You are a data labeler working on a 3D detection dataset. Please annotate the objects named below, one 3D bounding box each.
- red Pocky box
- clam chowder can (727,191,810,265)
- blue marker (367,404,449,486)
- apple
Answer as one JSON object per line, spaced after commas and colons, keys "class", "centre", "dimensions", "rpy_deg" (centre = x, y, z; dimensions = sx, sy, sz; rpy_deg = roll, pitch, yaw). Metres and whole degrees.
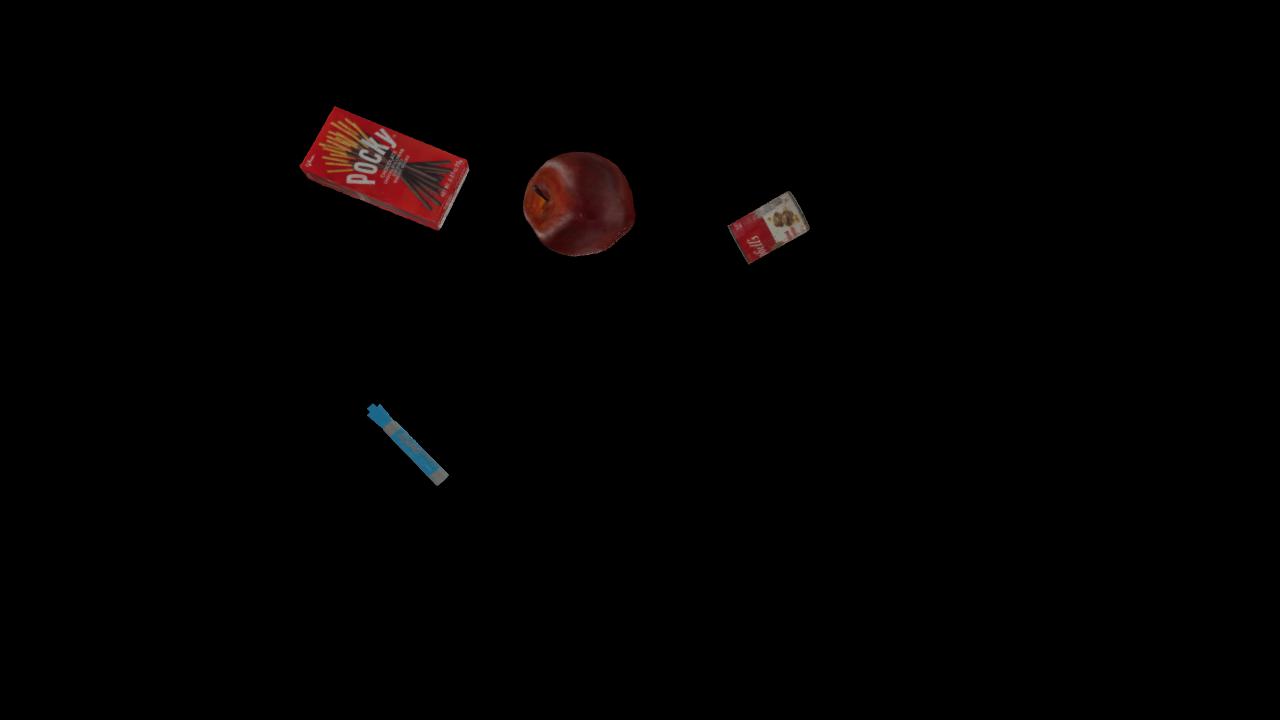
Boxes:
{"class": "red Pocky box", "centre": [-0.275, -0.207, 0.667], "dimensions": [0.155, 0.083, 0.028], "rpy_deg": [21, -12, -3]}
{"class": "clam chowder can", "centre": [0.190, -0.196, 0.911], "dimensions": [0.102, 0.068, 0.068], "rpy_deg": [-29, -8, 14]}
{"class": "blue marker", "centre": [-0.272, 0.098, 0.719], "dimensions": [0.020, 0.121, 0.020], "rpy_deg": [-39, 11, 9]}
{"class": "apple", "centre": [-0.045, -0.120, 0.476], "dimensions": [0.079, 0.079, 0.093], "rpy_deg": [0, 1, 41]}
